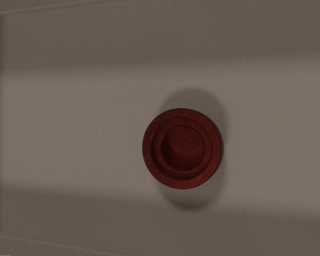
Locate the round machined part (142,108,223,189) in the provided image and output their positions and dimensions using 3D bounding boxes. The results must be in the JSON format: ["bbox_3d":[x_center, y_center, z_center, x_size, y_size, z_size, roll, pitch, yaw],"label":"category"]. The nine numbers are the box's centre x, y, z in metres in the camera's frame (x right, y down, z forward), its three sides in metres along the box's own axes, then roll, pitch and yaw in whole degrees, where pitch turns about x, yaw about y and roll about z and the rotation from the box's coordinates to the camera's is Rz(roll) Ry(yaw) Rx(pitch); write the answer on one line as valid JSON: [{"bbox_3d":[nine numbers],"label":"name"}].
[{"bbox_3d":[0.031,0.025,0.390,0.098,0.042,0.097,0,90,19],"label":"round machined part"}]
